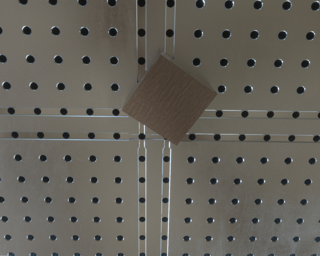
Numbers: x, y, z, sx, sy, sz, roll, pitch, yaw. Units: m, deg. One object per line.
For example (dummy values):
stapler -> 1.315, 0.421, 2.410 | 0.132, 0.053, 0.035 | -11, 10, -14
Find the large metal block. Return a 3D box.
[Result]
large metal block -> 0.011, -0.039, 0.386 | 0.080, 0.050, 0.080 | 33, 106, -12
